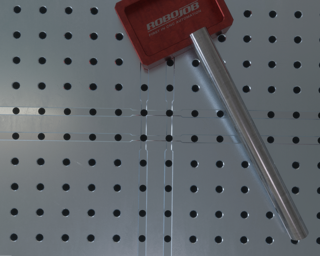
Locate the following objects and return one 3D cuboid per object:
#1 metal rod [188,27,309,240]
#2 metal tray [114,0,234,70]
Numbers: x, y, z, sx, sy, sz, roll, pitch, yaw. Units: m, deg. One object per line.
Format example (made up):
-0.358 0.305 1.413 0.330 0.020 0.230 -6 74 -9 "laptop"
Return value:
0.116 0.012 0.398 0.025 0.025 0.299 -28 96 0 "metal rod"
0.018 -0.146 0.410 0.131 0.030 0.090 -26 90 0 "metal tray"
